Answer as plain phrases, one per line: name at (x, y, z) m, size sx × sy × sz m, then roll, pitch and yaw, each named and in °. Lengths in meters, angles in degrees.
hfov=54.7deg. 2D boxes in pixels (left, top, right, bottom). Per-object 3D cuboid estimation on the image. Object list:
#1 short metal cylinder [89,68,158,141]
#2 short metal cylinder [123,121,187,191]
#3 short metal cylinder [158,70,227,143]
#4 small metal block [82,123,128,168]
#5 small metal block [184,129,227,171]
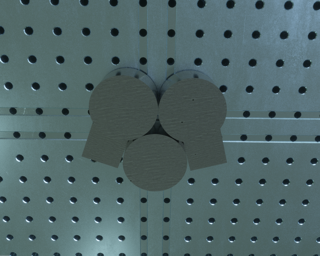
short metal cylinder at (-0.043, -0.031, 0.384) m, size 0.081 × 0.050 × 0.079 m, roll 0°, pitch 110°, yaw 0°
short metal cylinder at (-0.006, 0.036, 0.409) m, size 0.081 × 0.050 × 0.079 m, roll 0°, pitch 110°, yaw 0°
short metal cylinder at (0.038, -0.028, 0.386) m, size 0.081 × 0.050 × 0.079 m, roll 0°, pitch 110°, yaw 0°
small metal block at (-0.071, 0.020, 0.416) m, size 0.050 × 0.025 × 0.050 m, roll 20°, pitch 109°, yaw -7°
small metal block at (0.059, 0.025, 0.420) m, size 0.050 × 0.025 × 0.050 m, roll -13°, pitch 110°, yaw 4°
